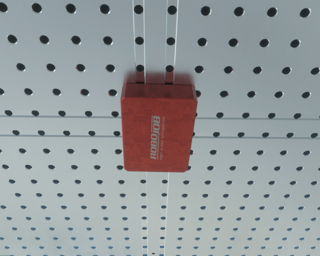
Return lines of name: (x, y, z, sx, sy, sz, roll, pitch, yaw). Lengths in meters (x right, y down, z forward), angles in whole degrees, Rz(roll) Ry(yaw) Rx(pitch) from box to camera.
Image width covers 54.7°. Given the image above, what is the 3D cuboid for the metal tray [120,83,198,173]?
metal tray: (-0.003, 0.005, 0.411, 0.091, 0.030, 0.129, 1, 130, -2)
